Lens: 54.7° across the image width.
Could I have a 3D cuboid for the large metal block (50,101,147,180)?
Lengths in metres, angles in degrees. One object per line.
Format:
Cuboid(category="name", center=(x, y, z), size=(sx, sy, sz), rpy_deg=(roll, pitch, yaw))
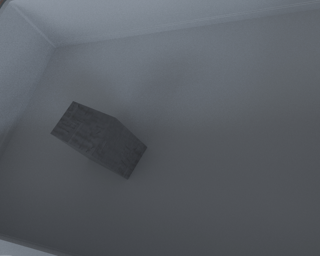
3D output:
Cuboid(category="large metal block", center=(-0.077, 0.016, 0.399), size=(0.080, 0.080, 0.050), rpy_deg=(21, 73, 35))
